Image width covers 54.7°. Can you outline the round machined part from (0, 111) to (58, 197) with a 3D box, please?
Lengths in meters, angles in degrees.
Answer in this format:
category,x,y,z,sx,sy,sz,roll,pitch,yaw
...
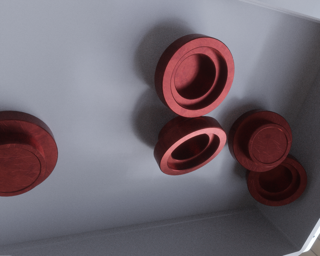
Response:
category,x,y,z,sx,sy,sz,roll,pitch,yaw
round machined part,-0.160,0.034,0.332,0.099,0.042,0.097,-14,125,-21

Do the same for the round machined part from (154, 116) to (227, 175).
category,x,y,z,sx,sy,sz,roll,pitch,yaw
round machined part,0.036,0.018,0.419,0.099,0.042,0.097,-19,143,-14

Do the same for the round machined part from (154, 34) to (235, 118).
category,x,y,z,sx,sy,sz,roll,pitch,yaw
round machined part,0.038,-0.065,0.377,0.099,0.042,0.097,-12,120,-22

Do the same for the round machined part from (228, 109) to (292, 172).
category,x,y,z,sx,sy,sz,roll,pitch,yaw
round machined part,0.159,0.022,0.477,0.099,0.042,0.097,-2,102,-9

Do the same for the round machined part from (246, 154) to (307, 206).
category,x,y,z,sx,sy,sz,roll,pitch,yaw
round machined part,0.201,0.085,0.544,0.099,0.042,0.097,2,110,5
